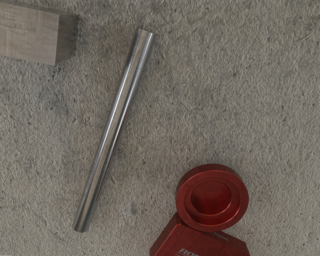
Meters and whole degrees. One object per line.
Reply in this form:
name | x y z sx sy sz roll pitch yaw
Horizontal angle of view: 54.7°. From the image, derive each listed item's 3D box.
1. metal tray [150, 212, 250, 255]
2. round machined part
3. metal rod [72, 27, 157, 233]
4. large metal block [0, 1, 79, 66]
metal tray | 0.061 0.196 0.480 0.131 0.030 0.090 28 107 -10
round machined part | 0.071 0.093 0.436 0.099 0.042 0.097 0 110 -1
metal rod | -0.067 0.016 0.414 0.025 0.025 0.298 19 109 -7
large metal block | -0.141 -0.107 0.339 0.081 0.080 0.050 11 110 -5
